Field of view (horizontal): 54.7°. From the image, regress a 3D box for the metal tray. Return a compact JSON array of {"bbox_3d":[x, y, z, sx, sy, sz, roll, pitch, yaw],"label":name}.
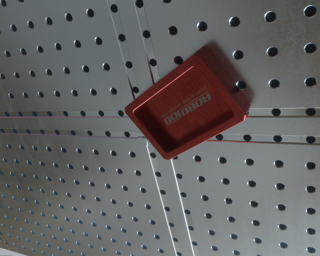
[{"bbox_3d":[0.029,-0.024,0.376,0.130,0.030,0.090,-33,101,38],"label":"metal tray"}]
